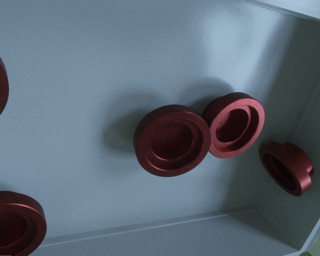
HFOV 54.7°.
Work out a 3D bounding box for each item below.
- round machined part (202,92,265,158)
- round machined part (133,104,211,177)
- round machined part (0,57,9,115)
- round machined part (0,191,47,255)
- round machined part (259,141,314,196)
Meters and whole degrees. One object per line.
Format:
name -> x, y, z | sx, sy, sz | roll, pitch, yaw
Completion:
round machined part -> 0.099, -0.008, 0.449 | 0.099, 0.042, 0.097 | -14, 125, -21
round machined part -> 0.013, 0.013, 0.407 | 0.099, 0.042, 0.097 | -7, 120, -12
round machined part -> -0.187, -0.043, 0.269 | 0.099, 0.042, 0.097 | -14, 125, -21
round machined part -> -0.189, 0.114, 0.366 | 0.099, 0.042, 0.097 | -14, 125, -21
round machined part -> 0.218, 0.063, 0.523 | 0.042, 0.098, 0.098 | -33, 129, -7
